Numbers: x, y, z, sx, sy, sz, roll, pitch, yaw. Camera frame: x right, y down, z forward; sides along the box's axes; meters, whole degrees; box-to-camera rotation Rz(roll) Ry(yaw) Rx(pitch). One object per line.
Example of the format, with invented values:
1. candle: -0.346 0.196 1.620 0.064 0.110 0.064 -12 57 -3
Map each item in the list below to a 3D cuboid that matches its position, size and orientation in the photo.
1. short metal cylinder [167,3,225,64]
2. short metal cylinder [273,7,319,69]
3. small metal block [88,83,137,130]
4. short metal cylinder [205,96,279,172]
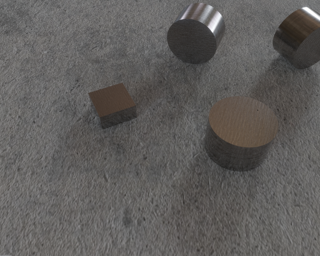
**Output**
1. short metal cylinder: 0.058 -0.149 0.493 0.080 0.080 0.050 17 52 14
2. short metal cylinder: 0.227 -0.140 0.487 0.081 0.080 0.050 -19 53 -16
3. small metal block: -0.065 -0.031 0.429 0.050 0.025 0.050 -20 53 -16
4. short metal cylinder: 0.098 0.006 0.382 0.081 0.050 0.080 0 50 0
